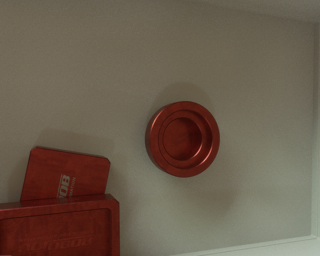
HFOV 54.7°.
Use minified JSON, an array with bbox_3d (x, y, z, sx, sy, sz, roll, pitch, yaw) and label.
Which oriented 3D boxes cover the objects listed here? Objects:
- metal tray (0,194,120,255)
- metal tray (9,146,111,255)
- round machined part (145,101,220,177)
[{"bbox_3d":[-0.111,0.124,0.334,0.131,0.030,0.089,-1,90,-21],"label":"metal tray"},{"bbox_3d":[-0.117,0.092,0.365,0.091,0.030,0.129,12,86,-20],"label":"metal tray"},{"bbox_3d":[0.026,0.014,0.412,0.099,0.042,0.097,0,90,-21],"label":"round machined part"}]
